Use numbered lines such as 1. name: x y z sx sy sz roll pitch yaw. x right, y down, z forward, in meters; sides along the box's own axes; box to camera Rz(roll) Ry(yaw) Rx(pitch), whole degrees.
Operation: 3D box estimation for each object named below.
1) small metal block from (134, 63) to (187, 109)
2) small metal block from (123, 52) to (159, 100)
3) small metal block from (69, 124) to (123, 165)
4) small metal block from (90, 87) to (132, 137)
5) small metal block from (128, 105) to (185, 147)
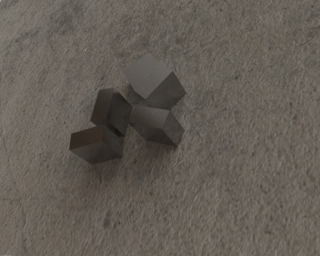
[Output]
1. small metal block: 0.002 -0.049 0.416 0.050 0.050 0.025 -47 52 -5
2. small metal block: -0.021 -0.078 0.461 0.050 0.025 0.050 -35 52 5
3. small metal block: -0.084 0.024 0.416 0.050 0.050 0.025 -15 56 19
4. small metal block: -0.067 -0.021 0.434 0.025 0.050 0.050 -5 60 26
5. small metal block: -0.004 -0.002 0.390 0.050 0.050 0.025 11 67 32
